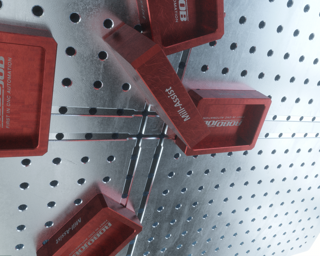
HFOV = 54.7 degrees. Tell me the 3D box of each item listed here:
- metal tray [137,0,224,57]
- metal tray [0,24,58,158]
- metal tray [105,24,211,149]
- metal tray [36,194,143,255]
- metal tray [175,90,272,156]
[{"bbox_3d":[0.021,-0.150,0.327,0.091,0.030,0.129,-21,127,-16],"label":"metal tray"},{"bbox_3d":[-0.155,-0.033,0.303,0.091,0.030,0.129,0,119,-29],"label":"metal tray"},{"bbox_3d":[-0.001,-0.044,0.342,0.030,0.090,0.130,-39,130,-2],"label":"metal tray"},{"bbox_3d":[-0.101,0.166,0.456,0.130,0.030,0.090,-44,130,2],"label":"metal tray"},{"bbox_3d":[0.094,-0.009,0.456,0.131,0.030,0.089,-2,120,-28],"label":"metal tray"}]
